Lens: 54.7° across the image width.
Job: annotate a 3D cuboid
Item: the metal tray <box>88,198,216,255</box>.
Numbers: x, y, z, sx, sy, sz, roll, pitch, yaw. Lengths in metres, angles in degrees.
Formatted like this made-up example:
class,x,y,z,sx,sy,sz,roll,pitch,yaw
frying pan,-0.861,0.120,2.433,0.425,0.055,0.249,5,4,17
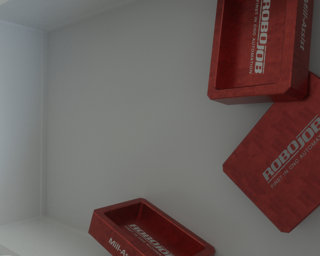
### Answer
class,x,y,z,sx,sy,sz,roll,pitch,yaw
metal tray,-0.011,0.135,0.373,0.130,0.091,0.030,26,106,37

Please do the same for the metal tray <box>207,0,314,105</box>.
class,x,y,z,sx,sy,sz,roll,pitch,yaw
metal tray,0.095,-0.090,0.301,0.090,0.030,0.129,0,81,50

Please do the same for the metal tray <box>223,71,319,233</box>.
class,x,y,z,sx,sy,sz,roll,pitch,yaw
metal tray,0.132,0.023,0.294,0.090,0.030,0.129,48,118,29
